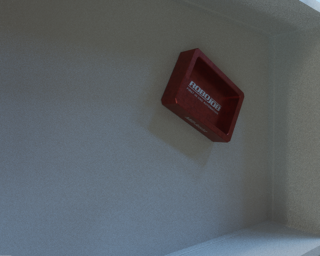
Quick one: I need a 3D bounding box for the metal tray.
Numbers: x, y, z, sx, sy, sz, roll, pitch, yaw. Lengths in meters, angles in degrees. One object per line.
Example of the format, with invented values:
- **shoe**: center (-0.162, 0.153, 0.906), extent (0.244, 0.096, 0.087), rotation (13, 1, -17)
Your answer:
- **metal tray**: center (0.069, -0.045, 0.463), extent (0.130, 0.030, 0.090), rotation (34, 69, -35)
